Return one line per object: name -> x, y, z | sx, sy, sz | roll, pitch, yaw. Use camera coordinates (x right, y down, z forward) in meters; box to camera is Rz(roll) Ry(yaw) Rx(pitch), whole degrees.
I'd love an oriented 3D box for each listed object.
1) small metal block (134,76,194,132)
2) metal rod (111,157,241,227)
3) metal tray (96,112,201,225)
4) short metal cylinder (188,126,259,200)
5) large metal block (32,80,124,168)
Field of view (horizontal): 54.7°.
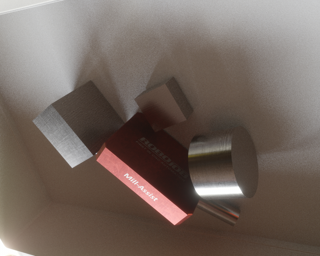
small metal block -> 0.005, -0.029, 0.384 | 0.050, 0.025, 0.050 | -22, 107, 35
metal rod -> -0.027, 0.061, 0.457 | 0.301, 0.025, 0.025 | 25, 127, 12
metal tray -> -0.004, 0.047, 0.394 | 0.130, 0.090, 0.030 | 40, 128, 1
short metal cylinder -> 0.075, 0.041, 0.356 | 0.050, 0.080, 0.080 | -12, 113, 34
large metal block -> -0.107, -0.007, 0.421 | 0.050, 0.080, 0.080 | -29, 102, 37
